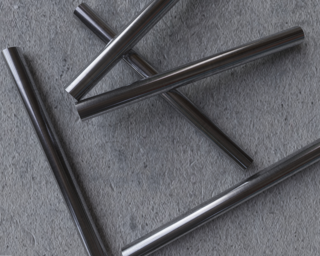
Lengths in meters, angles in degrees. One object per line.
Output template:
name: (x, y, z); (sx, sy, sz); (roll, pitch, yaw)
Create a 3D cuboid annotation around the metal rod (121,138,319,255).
metal rod: (0.087, 0.097, 0.410); (0.301, 0.025, 0.025); (-29, 90, 0)

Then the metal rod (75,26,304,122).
metal rod: (0.044, -0.071, 0.389); (0.302, 0.025, 0.025); (-21, 90, -8)

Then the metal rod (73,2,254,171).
metal rod: (0.005, -0.054, 0.409); (0.300, 0.025, 0.025); (43, 90, 0)

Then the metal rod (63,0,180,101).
metal rod: (-0.006, -0.149, 0.391); (0.025, 0.025, 0.300); (43, 82, 0)

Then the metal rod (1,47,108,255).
metal rod: (-0.138, 0.036, 0.408); (0.025, 0.025, 0.299); (-23, 90, 0)
